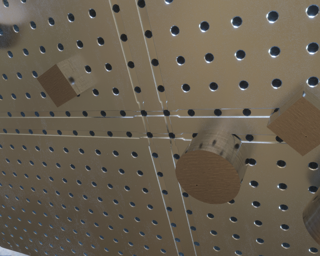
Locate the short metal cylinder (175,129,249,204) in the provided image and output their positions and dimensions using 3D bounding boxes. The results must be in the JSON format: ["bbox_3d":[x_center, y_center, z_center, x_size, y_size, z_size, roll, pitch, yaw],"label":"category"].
[{"bbox_3d":[0.066,0.048,0.390,0.080,0.050,0.079,13,124,21],"label":"short metal cylinder"}]

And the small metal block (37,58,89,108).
[{"bbox_3d":[-0.140,-0.064,0.446,0.050,0.025,0.050,-22,107,36],"label":"small metal block"}]

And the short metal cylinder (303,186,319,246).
[{"bbox_3d":[0.202,0.093,0.327,0.080,0.080,0.050,23,127,14],"label":"short metal cylinder"}]

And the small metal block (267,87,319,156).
[{"bbox_3d":[0.152,-0.006,0.327,0.050,0.025,0.050,40,129,1],"label":"small metal block"}]
